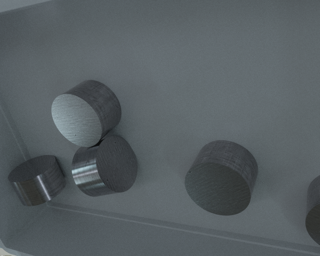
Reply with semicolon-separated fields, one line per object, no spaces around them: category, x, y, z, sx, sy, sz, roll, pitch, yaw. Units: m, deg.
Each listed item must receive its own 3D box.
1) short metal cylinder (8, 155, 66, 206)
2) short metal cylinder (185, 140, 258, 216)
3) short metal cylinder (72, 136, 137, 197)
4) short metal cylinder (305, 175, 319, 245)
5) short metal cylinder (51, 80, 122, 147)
short metal cylinder;-0.212;0.090;0.537;0.080;0.080;0.050;-2;118;28
short metal cylinder;0.078;0.062;0.389;0.080;0.050;0.079;13;124;20
short metal cylinder;-0.078;0.056;0.447;0.050;0.080;0.080;-17;109;34
short metal cylinder;0.206;0.093;0.342;0.080;0.050;0.079;13;124;20
short metal cylinder;-0.101;-0.021;0.431;0.080;0.050;0.079;13;124;20
